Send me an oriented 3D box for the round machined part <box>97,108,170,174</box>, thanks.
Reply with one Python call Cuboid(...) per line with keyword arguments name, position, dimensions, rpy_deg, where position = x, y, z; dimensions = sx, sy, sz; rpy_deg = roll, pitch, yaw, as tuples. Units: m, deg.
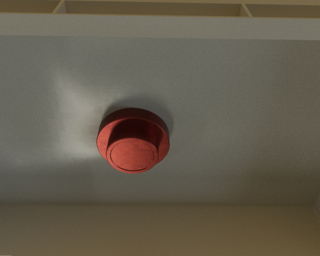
Cuboid(name="round machined part", position=(-0.036, 0.024, 0.418), dimensions=(0.099, 0.042, 0.097), rpy_deg=(-1, 130, 0))
